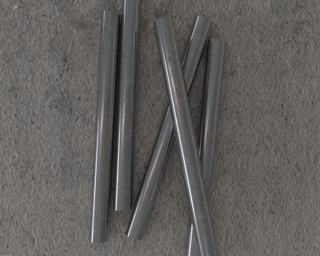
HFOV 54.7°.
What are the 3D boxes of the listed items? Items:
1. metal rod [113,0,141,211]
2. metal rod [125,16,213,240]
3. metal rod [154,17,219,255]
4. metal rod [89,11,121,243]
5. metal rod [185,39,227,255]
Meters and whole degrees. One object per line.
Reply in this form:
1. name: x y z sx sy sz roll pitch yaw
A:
1. metal rod: -0.043 -0.043 0.409 0.025 0.025 0.298 3 90 0
2. metal rod: 0.012 0.000 0.409 0.025 0.025 0.298 18 90 0
3. metal rod: 0.032 0.014 0.383 0.025 0.025 0.298 -11 90 0
4. metal rod: -0.073 -0.001 0.409 0.025 0.025 0.298 3 90 0
5. metal rod: 0.060 0.034 0.410 0.025 0.025 0.298 6 90 0
